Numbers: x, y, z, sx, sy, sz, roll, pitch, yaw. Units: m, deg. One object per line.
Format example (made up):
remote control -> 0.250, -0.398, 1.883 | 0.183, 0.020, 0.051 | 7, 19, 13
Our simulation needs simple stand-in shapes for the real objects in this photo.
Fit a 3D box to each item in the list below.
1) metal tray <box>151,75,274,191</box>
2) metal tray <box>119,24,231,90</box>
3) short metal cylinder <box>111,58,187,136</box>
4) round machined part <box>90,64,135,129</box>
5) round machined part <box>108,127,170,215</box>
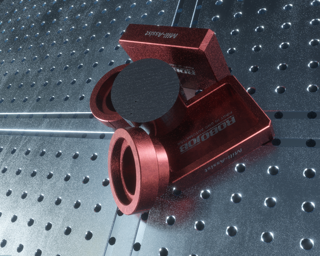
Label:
metal tray -> 0.055, 0.004, 0.372 | 0.130, 0.030, 0.090 | -32, 52, 7
metal tray -> 0.020, -0.092, 0.411 | 0.130, 0.090, 0.030 | 16, 71, 34
short metal cylinder -> -0.011, -0.036, 0.371 | 0.080, 0.050, 0.080 | -5, 70, 13
round machined part -> -0.048, -0.042, 0.447 | 0.098, 0.042, 0.098 | -13, 56, 20
round machined part -> -0.023, 0.047, 0.357 | 0.098, 0.042, 0.097 | 7, 98, 61
